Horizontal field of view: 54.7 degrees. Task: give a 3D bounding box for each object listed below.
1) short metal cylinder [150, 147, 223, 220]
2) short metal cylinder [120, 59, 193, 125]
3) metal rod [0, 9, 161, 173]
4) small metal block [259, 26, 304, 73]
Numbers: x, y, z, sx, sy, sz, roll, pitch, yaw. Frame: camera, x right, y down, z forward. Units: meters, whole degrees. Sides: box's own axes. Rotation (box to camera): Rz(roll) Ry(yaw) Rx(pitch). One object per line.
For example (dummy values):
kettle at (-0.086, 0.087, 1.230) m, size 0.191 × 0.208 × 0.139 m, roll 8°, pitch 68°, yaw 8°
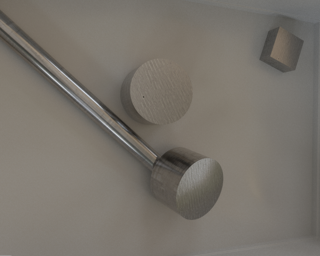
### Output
short metal cylinder at (0.035, 0.070, 0.398) m, size 0.081 × 0.050 × 0.079 m, roll -12°, pitch 110°, yaw -36°
short metal cylinder at (-0.006, -0.044, 0.396) m, size 0.081 × 0.050 × 0.079 m, roll 0°, pitch 90°, yaw -21°
metal rod at (-0.106, -0.048, 0.371) m, size 0.300 × 0.025 × 0.025 m, roll 43°, pitch 76°, yaw -15°
small metal block at (0.190, -0.121, 0.482) m, size 0.050 × 0.025 × 0.050 m, roll 22°, pitch 83°, yaw -19°
